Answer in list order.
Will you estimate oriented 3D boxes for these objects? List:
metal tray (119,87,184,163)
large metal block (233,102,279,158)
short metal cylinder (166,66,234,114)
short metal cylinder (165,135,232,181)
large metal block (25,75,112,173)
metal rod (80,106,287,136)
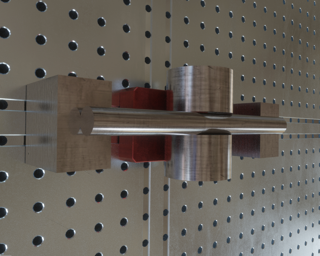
[{"bbox_3d":[0.009,-0.003,0.413,0.131,0.030,0.089,2,89,-40],"label":"metal tray"},{"bbox_3d":[0.136,0.003,0.485,0.050,0.080,0.080,1,90,-40],"label":"large metal block"},{"bbox_3d":[0.048,-0.043,0.374,0.081,0.080,0.050,1,90,-40],"label":"short metal cylinder"},{"bbox_3d":[0.046,0.032,0.372,0.081,0.080,0.050,1,90,-40],"label":"short metal cylinder"},{"bbox_3d":[-0.089,-0.003,0.297,0.050,0.080,0.080,1,90,-40],"label":"large metal block"},{"bbox_3d":[0.056,-0.005,0.351,0.302,0.025,0.025,1,90,-40],"label":"metal rod"}]
